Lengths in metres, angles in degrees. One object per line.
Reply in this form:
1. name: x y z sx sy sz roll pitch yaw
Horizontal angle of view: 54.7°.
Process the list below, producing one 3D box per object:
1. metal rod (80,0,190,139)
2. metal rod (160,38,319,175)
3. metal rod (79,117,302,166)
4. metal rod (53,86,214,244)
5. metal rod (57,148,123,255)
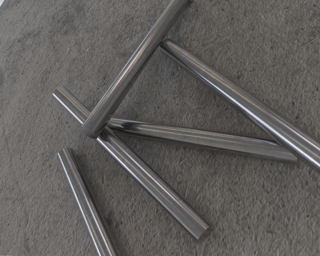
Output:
1. metal rod: -0.023 -0.110 0.453 0.025 0.025 0.300 10 57 32
2. metal rod: 0.080 -0.045 0.370 0.025 0.025 0.300 -41 45 0
3. metal rod: 0.014 0.008 0.391 0.300 0.025 0.025 8 66 31
4. metal rod: -0.053 0.028 0.393 0.025 0.025 0.300 -48 58 -5
5. metal rod: -0.066 0.130 0.358 0.025 0.025 0.300 -39 51 2
